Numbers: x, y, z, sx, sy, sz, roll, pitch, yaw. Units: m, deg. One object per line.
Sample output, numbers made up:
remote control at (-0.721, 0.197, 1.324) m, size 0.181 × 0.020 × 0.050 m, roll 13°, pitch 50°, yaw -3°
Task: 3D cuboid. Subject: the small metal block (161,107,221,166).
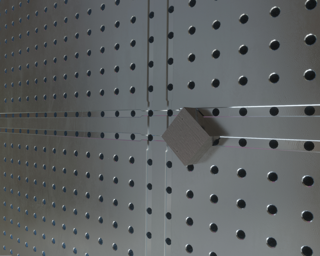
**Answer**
small metal block at (0.037, 0.010, 0.380) m, size 0.050 × 0.025 × 0.050 m, roll 51°, pitch 120°, yaw 27°
